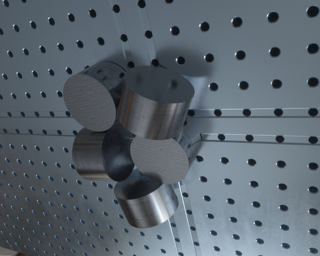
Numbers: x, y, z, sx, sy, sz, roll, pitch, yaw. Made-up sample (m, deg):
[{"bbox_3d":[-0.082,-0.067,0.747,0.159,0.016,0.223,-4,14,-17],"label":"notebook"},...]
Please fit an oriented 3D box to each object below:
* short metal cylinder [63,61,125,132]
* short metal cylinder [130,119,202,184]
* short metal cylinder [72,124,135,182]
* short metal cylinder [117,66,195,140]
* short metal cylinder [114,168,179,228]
[{"bbox_3d":[-0.079,-0.042,0.410,0.080,0.050,0.079,14,125,21],"label":"short metal cylinder"},{"bbox_3d":[0.009,0.026,0.407,0.080,0.050,0.079,13,124,20],"label":"short metal cylinder"},{"bbox_3d":[-0.076,0.035,0.438,0.050,0.080,0.080,-3,117,29],"label":"short metal cylinder"},{"bbox_3d":[-0.006,-0.031,0.360,0.080,0.080,0.050,25,127,12],"label":"short metal cylinder"},{"bbox_3d":[-0.019,0.096,0.444,0.080,0.080,0.050,-6,116,31],"label":"short metal cylinder"}]
